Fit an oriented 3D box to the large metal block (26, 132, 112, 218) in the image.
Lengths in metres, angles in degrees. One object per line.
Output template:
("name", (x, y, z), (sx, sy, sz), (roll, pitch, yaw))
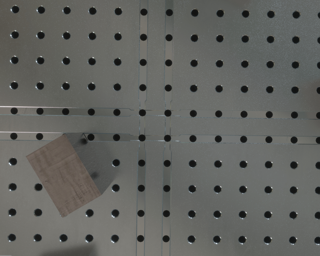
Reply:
("large metal block", (-0.107, 0.053, 0.385), (0.050, 0.080, 0.080), (-31, 90, 0))
